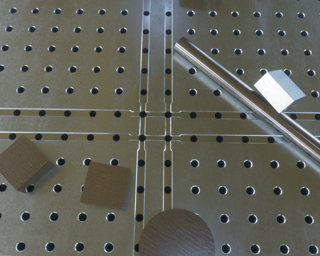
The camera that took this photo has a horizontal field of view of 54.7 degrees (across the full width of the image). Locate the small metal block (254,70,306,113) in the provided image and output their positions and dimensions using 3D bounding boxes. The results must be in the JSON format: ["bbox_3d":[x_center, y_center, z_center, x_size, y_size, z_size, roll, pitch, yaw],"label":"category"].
[{"bbox_3d":[0.163,-0.051,0.419,0.050,0.025,0.050,-18,66,-47],"label":"small metal block"}]

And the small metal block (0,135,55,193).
[{"bbox_3d":[-0.173,0.046,0.393,0.050,0.025,0.050,41,75,13],"label":"small metal block"}]

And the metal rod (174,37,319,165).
[{"bbox_3d":[0.139,-0.028,0.423,0.300,0.025,0.025,41,75,13],"label":"metal rod"}]

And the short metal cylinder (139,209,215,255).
[{"bbox_3d":[0.018,0.134,0.349,0.081,0.050,0.080,0,70,0],"label":"short metal cylinder"}]

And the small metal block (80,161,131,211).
[{"bbox_3d":[-0.066,0.072,0.385,0.050,0.025,0.050,9,70,3],"label":"small metal block"}]
